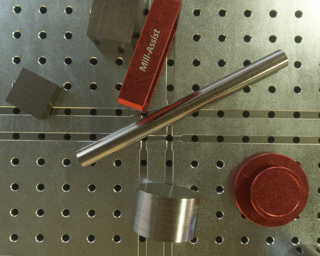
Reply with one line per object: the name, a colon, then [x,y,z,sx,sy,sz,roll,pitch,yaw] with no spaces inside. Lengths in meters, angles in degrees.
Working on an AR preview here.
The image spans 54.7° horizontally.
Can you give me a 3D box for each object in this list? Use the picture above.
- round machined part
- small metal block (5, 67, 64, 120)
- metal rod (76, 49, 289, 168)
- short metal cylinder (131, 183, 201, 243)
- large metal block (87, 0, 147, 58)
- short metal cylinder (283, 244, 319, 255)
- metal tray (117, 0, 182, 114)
round machined part: [0.147,0.082,0.406,0.099,0.042,0.097,0,90,0]
small metal block: [-0.166,-0.045,0.412,0.050,0.025,0.050,28,90,0]
metal rod: [0.030,-0.026,0.413,0.301,0.025,0.025,-27,90,0]
short metal cylinder: [0.007,0.102,0.386,0.080,0.080,0.050,8,90,0]
large metal block: [-0.050,-0.139,0.385,0.050,0.080,0.080,11,90,0]
short metal cylinder: [0.202,0.201,0.402,0.081,0.050,0.080,0,90,0]
metal tray: [-0.011,-0.084,0.380,0.030,0.090,0.129,20,90,0]
